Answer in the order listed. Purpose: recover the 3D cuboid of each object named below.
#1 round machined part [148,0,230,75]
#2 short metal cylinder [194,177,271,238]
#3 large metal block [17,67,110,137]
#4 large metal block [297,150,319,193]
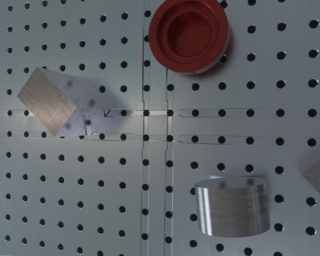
[{"bbox_3d":[0.039,-0.115,0.390,0.098,0.042,0.097,0,90,20],"label":"round machined part"},{"bbox_3d":[0.082,0.087,0.354,0.080,0.080,0.050,-5,88,20],"label":"short metal cylinder"},{"bbox_3d":[-0.131,-0.034,0.430,0.080,0.080,0.050,43,104,15],"label":"large metal block"},{"bbox_3d":[0.208,0.050,0.326,0.080,0.050,0.080,-45,76,14],"label":"large metal block"}]
